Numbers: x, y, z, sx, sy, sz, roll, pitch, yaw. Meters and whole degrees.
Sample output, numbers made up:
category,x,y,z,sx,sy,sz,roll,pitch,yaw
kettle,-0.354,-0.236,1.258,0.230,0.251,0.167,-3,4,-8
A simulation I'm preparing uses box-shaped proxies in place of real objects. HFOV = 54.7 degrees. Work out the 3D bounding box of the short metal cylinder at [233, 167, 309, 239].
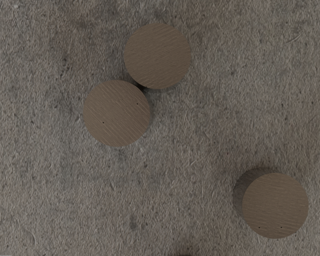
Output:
category,x,y,z,sx,sy,sz,roll,pitch,yaw
short metal cylinder,0.139,0.094,0.398,0.081,0.050,0.080,0,90,0

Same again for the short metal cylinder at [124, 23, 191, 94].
category,x,y,z,sx,sy,sz,roll,pitch,yaw
short metal cylinder,-0.003,-0.087,0.397,0.081,0.050,0.080,0,90,0

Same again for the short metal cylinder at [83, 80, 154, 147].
category,x,y,z,sx,sy,sz,roll,pitch,yaw
short metal cylinder,-0.050,-0.019,0.393,0.080,0.050,0.079,0,95,4
